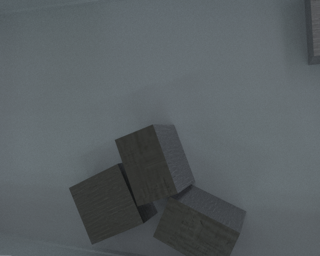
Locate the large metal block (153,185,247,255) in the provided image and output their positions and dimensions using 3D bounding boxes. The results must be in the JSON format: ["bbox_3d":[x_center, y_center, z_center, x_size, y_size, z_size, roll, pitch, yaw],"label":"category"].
[{"bbox_3d":[0.050,0.112,0.363,0.080,0.080,0.050,24,99,18],"label":"large metal block"}]

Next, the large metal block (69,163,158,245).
[{"bbox_3d":[-0.062,0.098,0.418,0.080,0.050,0.080,-27,81,17],"label":"large metal block"}]

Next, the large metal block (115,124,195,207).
[{"bbox_3d":[-0.003,0.042,0.382,0.050,0.080,0.080,-22,83,18],"label":"large metal block"}]

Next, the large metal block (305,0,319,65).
[{"bbox_3d":[0.201,-0.115,0.327,0.080,0.050,0.079,-3,89,19],"label":"large metal block"}]
